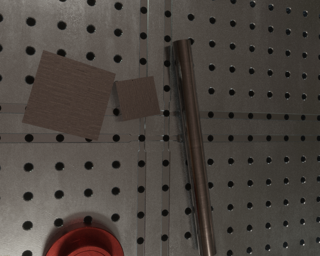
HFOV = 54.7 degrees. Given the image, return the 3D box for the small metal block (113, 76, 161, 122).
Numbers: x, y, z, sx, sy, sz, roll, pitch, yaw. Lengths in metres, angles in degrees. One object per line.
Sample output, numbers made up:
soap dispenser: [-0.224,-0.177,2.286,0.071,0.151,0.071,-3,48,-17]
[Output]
small metal block: [-0.031,-0.038,0.402,0.050,0.025,0.050,-12,94,-20]

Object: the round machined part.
round machined part: [-0.090,0.168,0.371,0.099,0.042,0.097,0,90,-21]

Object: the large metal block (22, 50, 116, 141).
large metal block: [-0.105,-0.034,0.361,0.081,0.050,0.080,16,85,-20]

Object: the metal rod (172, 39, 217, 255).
metal rod: [0.049,0.029,0.431,0.025,0.025,0.298,-9,93,-20]
